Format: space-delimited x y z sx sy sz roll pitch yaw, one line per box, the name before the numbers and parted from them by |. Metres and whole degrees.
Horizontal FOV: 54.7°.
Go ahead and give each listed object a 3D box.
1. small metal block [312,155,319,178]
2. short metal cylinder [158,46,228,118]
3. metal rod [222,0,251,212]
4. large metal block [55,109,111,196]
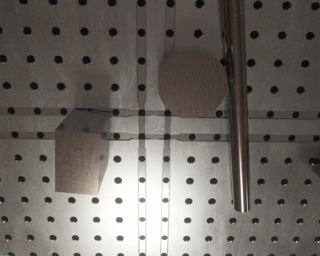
small metal block | 0.249 0.062 0.426 0.050 0.050 0.025 7 110 -3
short metal cylinder | 0.038 -0.057 0.380 0.081 0.050 0.079 0 110 0
metal rod | 0.103 -0.021 0.407 0.025 0.025 0.298 -7 110 2
large metal block | -0.095 0.027 0.393 0.050 0.080 0.079 6 110 -3
